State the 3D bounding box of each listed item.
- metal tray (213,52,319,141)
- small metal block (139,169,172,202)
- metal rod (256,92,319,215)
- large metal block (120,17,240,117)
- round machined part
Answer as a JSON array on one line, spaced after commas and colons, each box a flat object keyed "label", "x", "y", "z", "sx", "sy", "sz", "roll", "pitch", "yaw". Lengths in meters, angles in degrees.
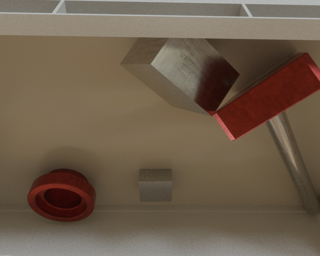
[{"label": "metal tray", "x": 0.111, "y": -0.037, "z": 0.313, "sx": 0.090, "sy": 0.131, "sz": 0.030, "roll": -35, "pitch": 88, "yaw": 25}, {"label": "small metal block", "x": -0.007, "y": 0.090, "z": 0.486, "sx": 0.050, "sy": 0.025, "sz": 0.050, "roll": 0, "pitch": 130, "yaw": 0}, {"label": "metal rod", "x": 0.188, "y": 0.052, "z": 0.429, "sx": 0.025, "sy": 0.025, "sz": 0.300, "roll": -24, "pitch": 135, "yaw": 18}, {"label": "large metal block", "x": 0.017, "y": -0.060, "z": 0.313, "sx": 0.080, "sy": 0.080, "sz": 0.050, "roll": 37, "pitch": 83, "yaw": -27}, {"label": "round machined part", "x": -0.149, "y": 0.101, "z": 0.482, "sx": 0.099, "sy": 0.042, "sz": 0.097, "roll": -1, "pitch": 130, "yaw": 0}]
